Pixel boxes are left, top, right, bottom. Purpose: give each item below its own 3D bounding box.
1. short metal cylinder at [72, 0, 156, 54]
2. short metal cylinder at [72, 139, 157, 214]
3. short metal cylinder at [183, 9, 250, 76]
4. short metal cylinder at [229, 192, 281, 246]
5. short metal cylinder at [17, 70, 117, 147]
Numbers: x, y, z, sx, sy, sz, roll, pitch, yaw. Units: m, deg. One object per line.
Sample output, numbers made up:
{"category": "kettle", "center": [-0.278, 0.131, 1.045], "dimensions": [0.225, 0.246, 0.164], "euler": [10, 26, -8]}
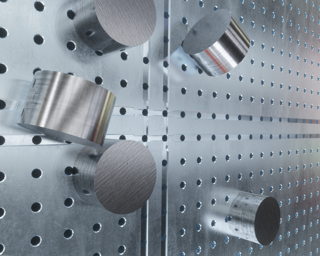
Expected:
{"category": "short metal cylinder", "center": [-0.051, -0.128, 0.351], "dimensions": [0.081, 0.050, 0.079], "euler": [0, 90, -40]}
{"category": "short metal cylinder", "center": [-0.051, 0.052, 0.352], "dimensions": [0.081, 0.050, 0.079], "euler": [0, 90, -40]}
{"category": "short metal cylinder", "center": [0.080, -0.121, 0.443], "dimensions": [0.050, 0.080, 0.080], "euler": [38, 67, -34]}
{"category": "short metal cylinder", "center": [0.164, 0.154, 0.534], "dimensions": [0.081, 0.050, 0.079], "euler": [0, 90, -40]}
{"category": "short metal cylinder", "center": [-0.088, -0.016, 0.301], "dimensions": [0.080, 0.080, 0.050], "euler": [23, 76, -38]}
